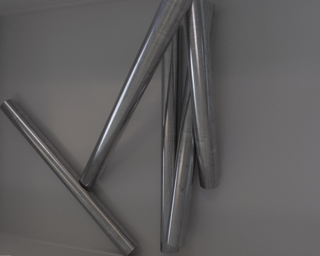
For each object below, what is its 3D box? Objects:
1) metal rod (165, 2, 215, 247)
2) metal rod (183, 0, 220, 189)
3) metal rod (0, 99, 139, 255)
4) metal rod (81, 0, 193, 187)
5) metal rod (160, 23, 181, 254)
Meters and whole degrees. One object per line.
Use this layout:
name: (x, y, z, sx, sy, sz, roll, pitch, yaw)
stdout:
metal rod: (0.038, -0.006, 0.385, 0.025, 0.025, 0.298, 7, 88, 20)
metal rod: (0.042, -0.064, 0.328, 0.025, 0.025, 0.298, 1, 116, 20)
metal rod: (-0.141, 0.066, 0.460, 0.300, 0.025, 0.025, 45, 104, 14)
metal rod: (-0.040, -0.027, 0.360, 0.025, 0.025, 0.298, 43, 128, 15)
metal rod: (0.014, 0.011, 0.405, 0.025, 0.025, 0.298, 0, 90, 20)
